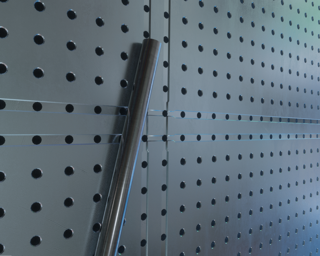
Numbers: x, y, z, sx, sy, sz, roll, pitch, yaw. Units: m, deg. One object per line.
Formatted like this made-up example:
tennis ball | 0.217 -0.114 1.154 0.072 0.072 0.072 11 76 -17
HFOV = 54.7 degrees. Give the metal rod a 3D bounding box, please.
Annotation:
metal rod | -0.040 0.034 0.377 0.025 0.025 0.299 19 78 -39
